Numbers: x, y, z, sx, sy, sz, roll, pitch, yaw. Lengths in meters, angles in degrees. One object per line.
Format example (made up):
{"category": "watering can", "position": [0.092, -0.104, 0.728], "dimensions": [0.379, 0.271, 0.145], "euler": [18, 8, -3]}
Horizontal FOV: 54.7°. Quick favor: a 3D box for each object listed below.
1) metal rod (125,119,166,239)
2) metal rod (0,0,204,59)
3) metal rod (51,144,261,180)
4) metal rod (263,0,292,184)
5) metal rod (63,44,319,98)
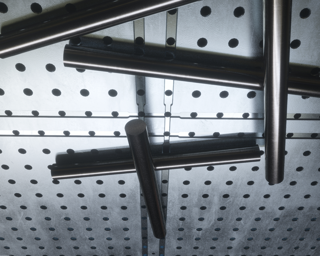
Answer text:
{"category": "metal rod", "position": [-0.014, 0.097, 0.467], "dimensions": [0.025, 0.025, 0.298], "euler": [-5, 138, 3]}
{"category": "metal rod", "position": [-0.029, -0.120, 0.308], "dimensions": [0.301, 0.025, 0.025], "euler": [-13, 129, 10]}
{"category": "metal rod", "position": [-0.009, 0.051, 0.454], "dimensions": [0.302, 0.025, 0.025], "euler": [-6, 130, 4]}
{"category": "metal rod", "position": [0.129, -0.041, 0.344], "dimensions": [0.025, 0.025, 0.299], "euler": [-10, 130, 8]}
{"category": "metal rod", "position": [0.046, -0.064, 0.357], "dimensions": [0.302, 0.025, 0.025], "euler": [6, 130, -6]}
